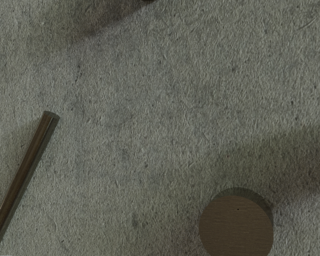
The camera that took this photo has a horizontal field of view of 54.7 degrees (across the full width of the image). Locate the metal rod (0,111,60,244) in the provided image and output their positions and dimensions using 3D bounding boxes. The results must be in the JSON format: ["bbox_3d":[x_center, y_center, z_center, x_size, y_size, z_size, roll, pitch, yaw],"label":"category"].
[{"bbox_3d":[-0.232,0.109,0.490,0.025,0.025,0.299,31,100,17],"label":"metal rod"}]

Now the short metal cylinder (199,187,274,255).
[{"bbox_3d":[0.091,0.114,0.364,0.080,0.050,0.080,0,90,20],"label":"short metal cylinder"}]
